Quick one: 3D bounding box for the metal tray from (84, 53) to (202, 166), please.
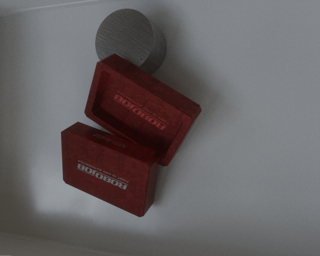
[{"bbox_3d":[-0.025,-0.021,0.384,0.130,0.030,0.089,32,130,8],"label":"metal tray"}]

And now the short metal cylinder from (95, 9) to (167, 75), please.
[{"bbox_3d":[-0.037,-0.109,0.409,0.080,0.050,0.079,0,90,19],"label":"short metal cylinder"}]

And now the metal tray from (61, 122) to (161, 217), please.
[{"bbox_3d":[-0.069,0.054,0.412,0.130,0.030,0.089,19,122,18],"label":"metal tray"}]

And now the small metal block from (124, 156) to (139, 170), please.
[{"bbox_3d":[-0.054,0.046,0.428,0.050,0.025,0.050,41,103,15],"label":"small metal block"}]
